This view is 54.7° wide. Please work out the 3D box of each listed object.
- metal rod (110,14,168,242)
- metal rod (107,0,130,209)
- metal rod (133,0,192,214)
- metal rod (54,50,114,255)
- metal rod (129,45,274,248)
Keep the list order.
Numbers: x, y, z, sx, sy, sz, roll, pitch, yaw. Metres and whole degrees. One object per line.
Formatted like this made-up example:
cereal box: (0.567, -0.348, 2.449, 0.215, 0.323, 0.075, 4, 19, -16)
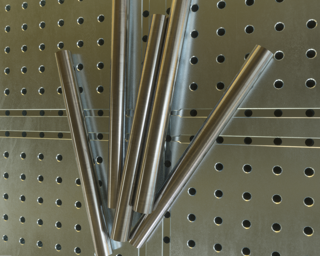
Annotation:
metal rod: (-0.026, 0.000, 0.412, 0.025, 0.025, 0.298, 11, 90, 19)
metal rod: (-0.058, -0.040, 0.431, 0.025, 0.025, 0.298, 2, 91, 19)
metal rod: (0.005, -0.041, 0.398, 0.025, 0.025, 0.298, 10, 89, 19)
metal rod: (-0.111, 0.034, 0.450, 0.025, 0.025, 0.298, -14, 85, 19)
metal rod: (0.045, 0.031, 0.395, 0.025, 0.025, 0.299, 36, 101, 16)
